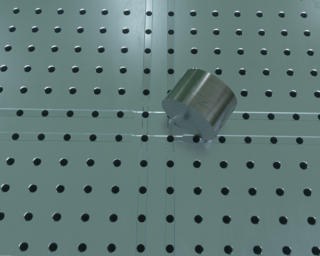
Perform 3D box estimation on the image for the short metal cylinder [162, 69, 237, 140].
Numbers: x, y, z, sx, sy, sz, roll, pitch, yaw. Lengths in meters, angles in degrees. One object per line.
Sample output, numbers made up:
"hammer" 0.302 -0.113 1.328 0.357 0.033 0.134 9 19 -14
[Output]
"short metal cylinder" 0.049 -0.029 0.393 0.080 0.080 0.050 33 74 11
